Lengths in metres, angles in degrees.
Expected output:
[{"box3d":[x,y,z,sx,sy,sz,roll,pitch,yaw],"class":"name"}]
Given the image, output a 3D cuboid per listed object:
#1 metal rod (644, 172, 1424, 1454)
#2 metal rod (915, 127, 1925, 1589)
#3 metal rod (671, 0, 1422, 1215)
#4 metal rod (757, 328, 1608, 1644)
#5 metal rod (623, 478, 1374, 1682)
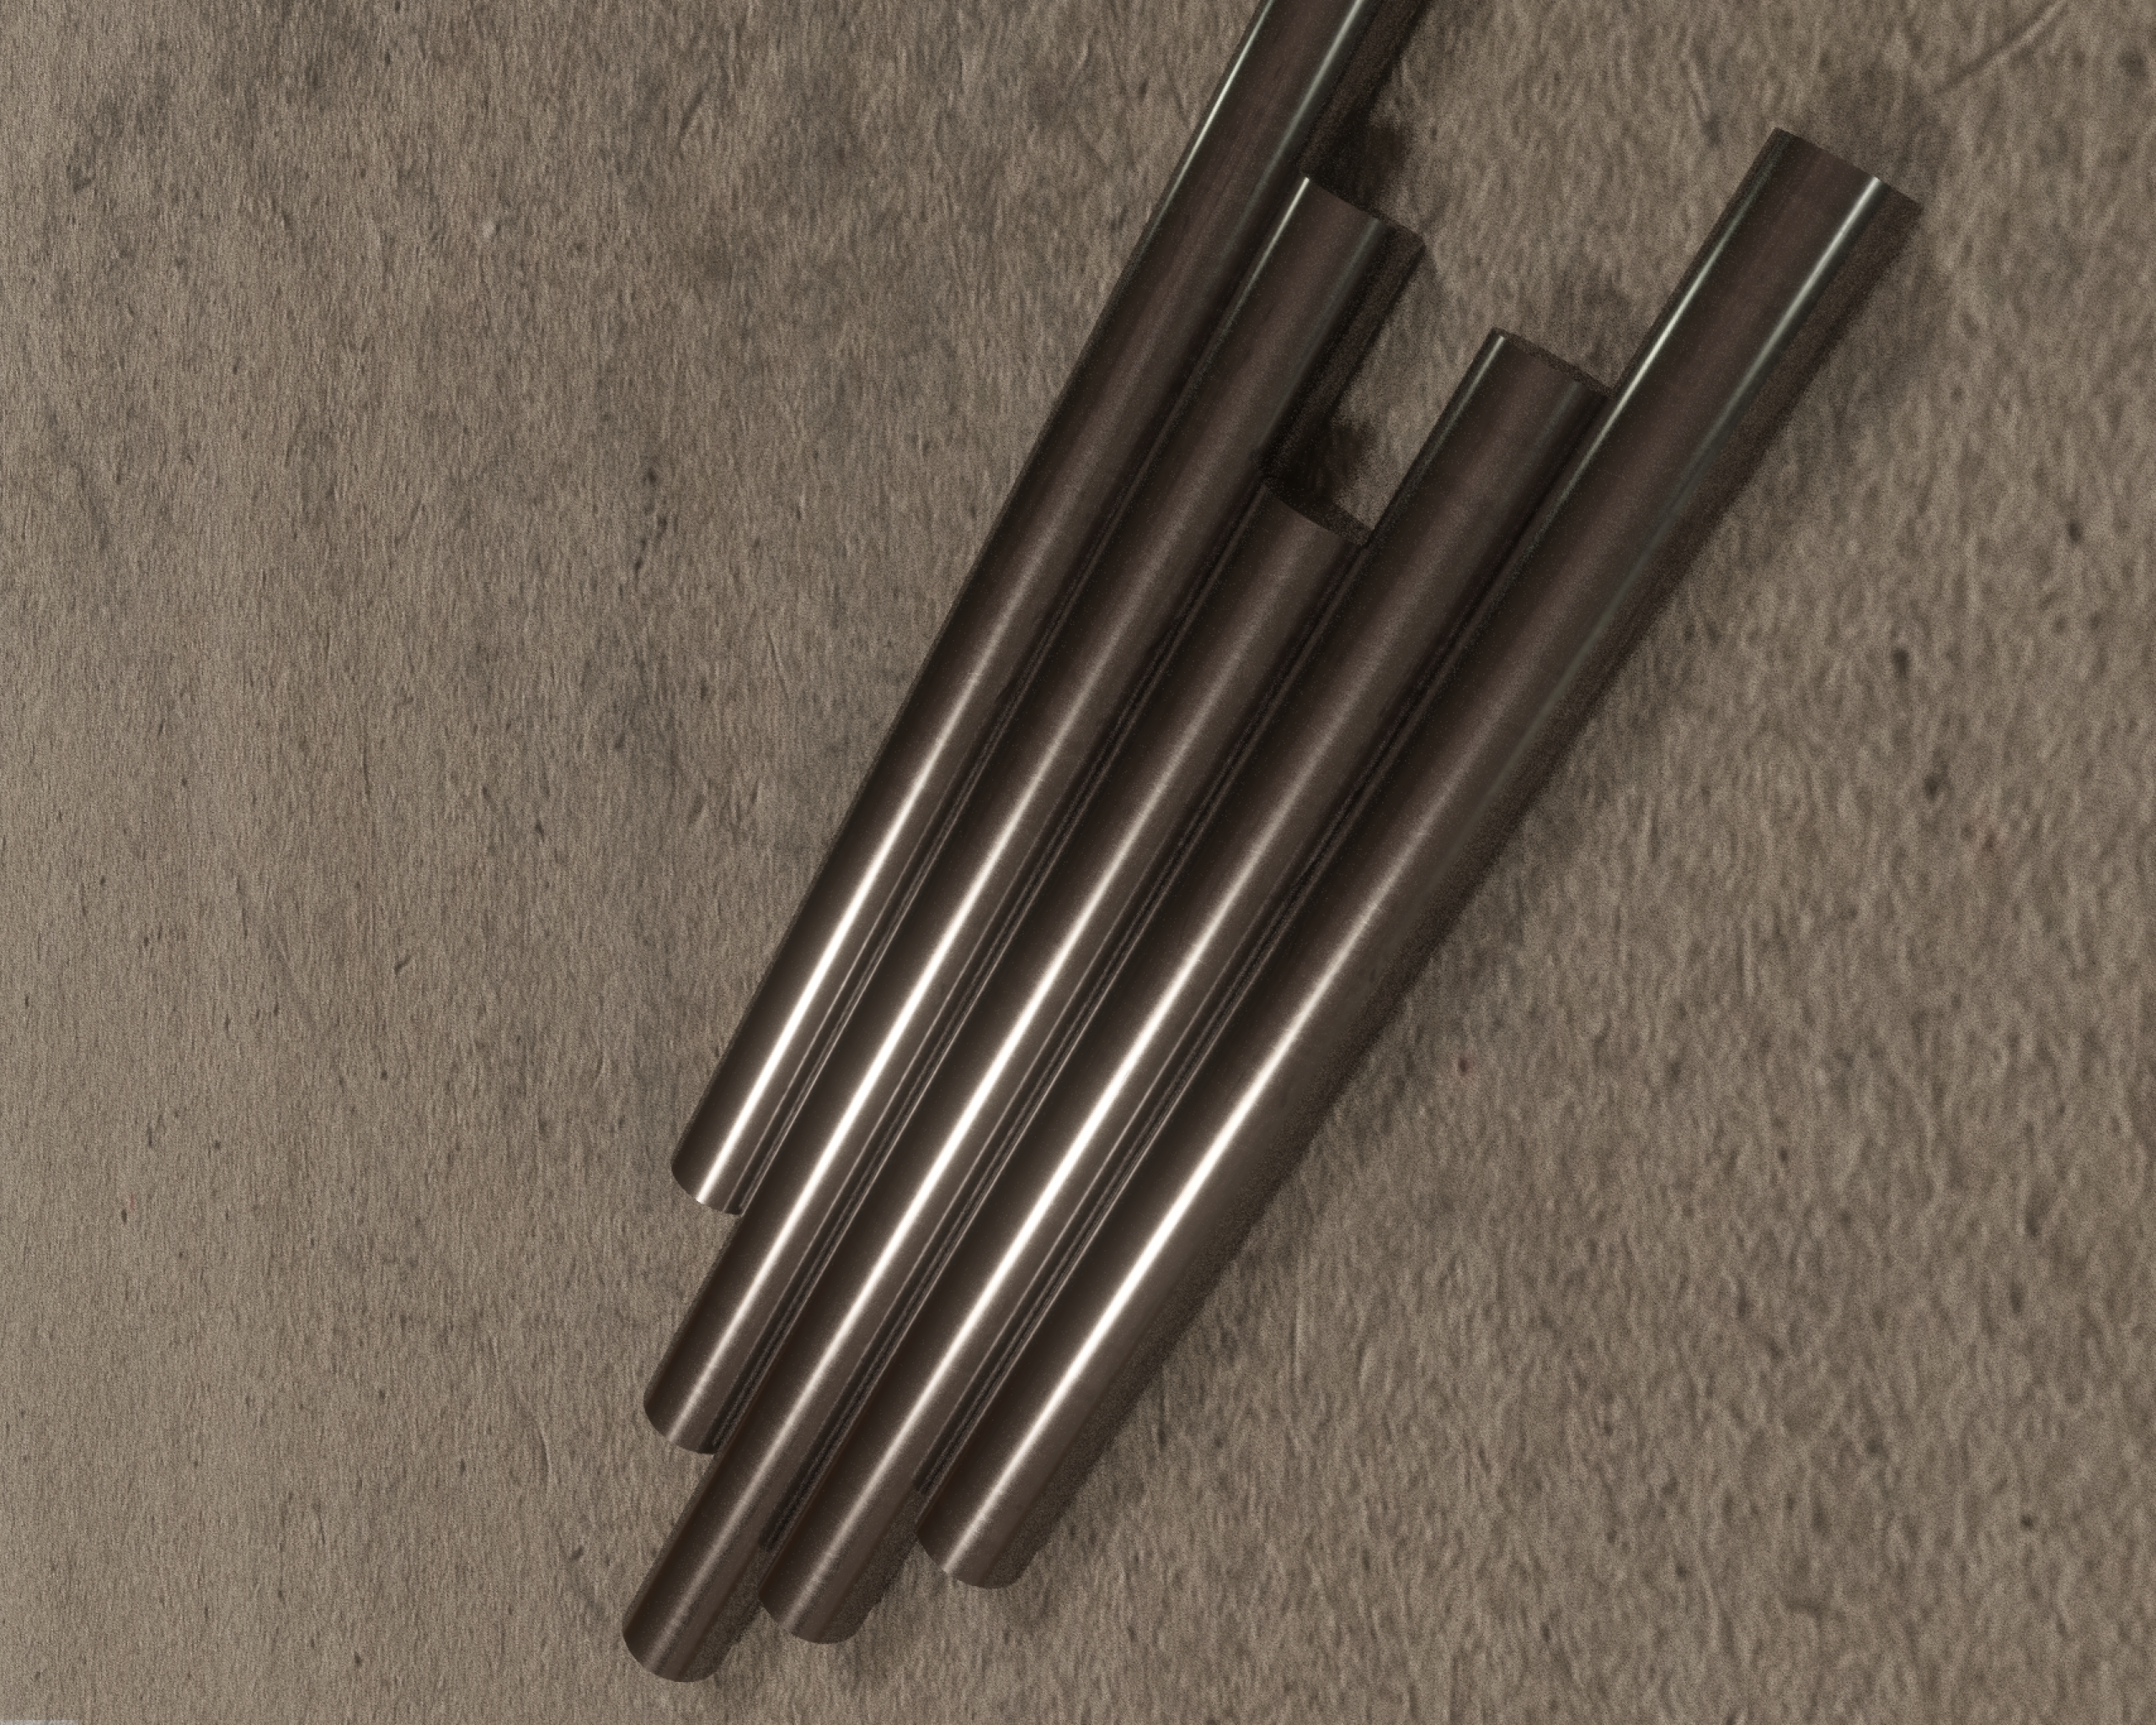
[{"box3d":[-0.019,0.005,0.420,0.025,0.025,0.298,44,116,31],"class":"metal rod"},{"box3d":[0.046,0.017,0.366,0.025,0.025,0.298,44,116,31],"class":"metal rod"},{"box3d":[-0.012,-0.049,0.414,0.025,0.025,0.298,44,116,31],"class":"metal rod"},{"box3d":[0.010,0.039,0.396,0.025,0.025,0.298,44,116,31],"class":"metal rod"},{"box3d":[-0.025,0.058,0.425,0.025,0.025,0.298,44,116,31],"class":"metal rod"}]
